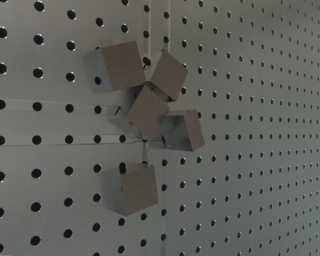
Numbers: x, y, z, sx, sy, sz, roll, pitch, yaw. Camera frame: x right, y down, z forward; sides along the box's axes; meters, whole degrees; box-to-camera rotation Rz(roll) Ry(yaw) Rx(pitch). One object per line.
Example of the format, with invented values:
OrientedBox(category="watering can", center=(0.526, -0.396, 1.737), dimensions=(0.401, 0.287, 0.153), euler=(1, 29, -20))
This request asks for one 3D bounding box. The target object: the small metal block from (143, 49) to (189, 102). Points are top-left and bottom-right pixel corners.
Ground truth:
OrientedBox(category="small metal block", center=(0.005, -0.069, 0.416), dimensions=(0.050, 0.025, 0.050), euler=(35, 68, -35))

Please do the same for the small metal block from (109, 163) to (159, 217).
OrientedBox(category="small metal block", center=(-0.032, 0.075, 0.385), dimensions=(0.050, 0.025, 0.050), euler=(-12, 98, -40))

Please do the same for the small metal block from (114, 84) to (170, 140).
OrientedBox(category="small metal block", center=(-0.021, -0.019, 0.393), dimensions=(0.050, 0.025, 0.050), euler=(41, 65, -33))

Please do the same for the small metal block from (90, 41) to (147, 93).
OrientedBox(category="small metal block", center=(-0.049, -0.073, 0.370), dimensions=(0.050, 0.025, 0.050), euler=(-24, 106, -38))

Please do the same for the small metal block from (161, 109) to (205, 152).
OrientedBox(category="small metal block", center=(0.029, 0.003, 0.419), dimensions=(0.025, 0.050, 0.050), euler=(-26, 107, -37))
